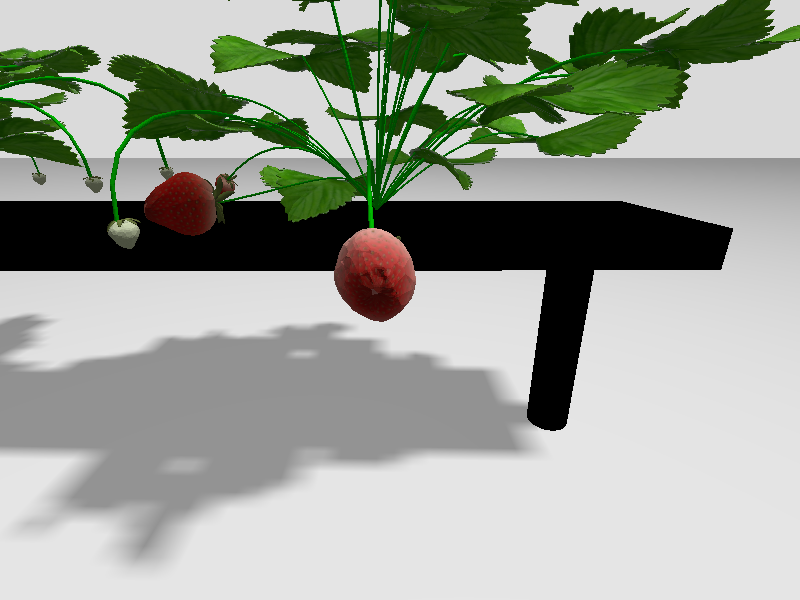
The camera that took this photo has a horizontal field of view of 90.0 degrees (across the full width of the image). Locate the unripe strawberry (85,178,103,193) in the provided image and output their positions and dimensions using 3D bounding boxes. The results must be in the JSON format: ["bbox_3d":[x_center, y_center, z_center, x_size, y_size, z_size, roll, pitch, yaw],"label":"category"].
[{"bbox_3d":[-0.235,-0.088,0.308,0.011,0.011,0.010,3,21,7],"label":"unripe strawberry"}]

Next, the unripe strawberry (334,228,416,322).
[{"bbox_3d":[-0.007,-0.007,0.119,0.025,0.028,0.027,-1,22,-3],"label":"unripe strawberry"}]

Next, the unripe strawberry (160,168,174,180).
[{"bbox_3d":[-0.202,-0.110,0.348,0.010,0.010,0.011,-1,21,-3],"label":"unripe strawberry"}]

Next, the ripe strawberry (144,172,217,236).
[{"bbox_3d":[-0.133,-0.057,0.242,0.039,0.038,0.036,-19,28,-39],"label":"ripe strawberry"}]

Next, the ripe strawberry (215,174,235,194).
[{"bbox_3d":[-0.190,-0.124,0.435,0.022,0.022,0.020,-30,1,36],"label":"ripe strawberry"}]

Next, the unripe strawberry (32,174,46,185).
[{"bbox_3d":[-0.466,-0.156,0.517,0.013,0.014,0.014,1,21,1],"label":"unripe strawberry"}]

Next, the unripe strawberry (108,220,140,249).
[{"bbox_3d":[-0.136,-0.032,0.198,0.013,0.014,0.014,15,26,34],"label":"unripe strawberry"}]
